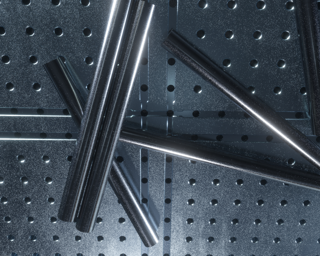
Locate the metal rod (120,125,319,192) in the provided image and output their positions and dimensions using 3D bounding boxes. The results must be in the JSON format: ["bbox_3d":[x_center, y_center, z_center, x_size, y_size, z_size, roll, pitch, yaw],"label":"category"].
[{"bbox_3d":[0.091,0.043,0.429,0.302,0.025,0.025,14,110,-6],"label":"metal rod"}]

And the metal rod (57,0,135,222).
[{"bbox_3d":[-0.080,-0.023,0.382,0.025,0.025,0.298,16,101,-6],"label":"metal rod"}]

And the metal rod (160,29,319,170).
[{"bbox_3d":[0.128,-0.024,0.405,0.301,0.025,0.025,35,106,-12],"label":"metal rod"}]

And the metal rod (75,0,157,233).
[{"bbox_3d":[-0.059,-0.005,0.390,0.025,0.025,0.298,16,102,-6],"label":"metal rod"}]

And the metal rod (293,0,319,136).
[{"bbox_3d":[0.174,-0.129,0.367,0.025,0.025,0.299,-16,110,6],"label":"metal rod"}]

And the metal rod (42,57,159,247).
[{"bbox_3d":[-0.073,0.046,0.429,0.025,0.025,0.299,-22,109,8],"label":"metal rod"}]
